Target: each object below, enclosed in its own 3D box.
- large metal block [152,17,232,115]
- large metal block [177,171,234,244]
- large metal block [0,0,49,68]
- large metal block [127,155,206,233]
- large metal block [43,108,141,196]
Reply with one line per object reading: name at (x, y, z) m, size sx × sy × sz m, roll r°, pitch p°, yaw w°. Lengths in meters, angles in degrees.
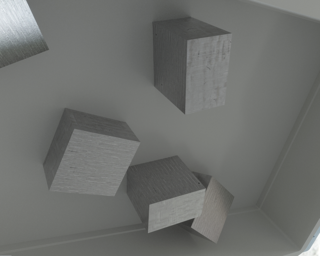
large metal block at (0.032, -0.073, 0.347) m, size 0.050 × 0.080 × 0.079 m, roll -15°, pitch 125°, yaw -21°
large metal block at (0.065, 0.123, 0.485) m, size 0.080 × 0.050 × 0.080 m, roll 44°, pitch 64°, yaw -40°
large metal block at (-0.144, -0.088, 0.236) m, size 0.080 × 0.050 × 0.080 m, roll -26°, pitch 162°, yaw -13°
large metal block at (0.005, 0.088, 0.432) m, size 0.081 × 0.080 × 0.050 m, roll -11°, pitch 123°, yaw -23°
large metal block at (-0.082, 0.031, 0.368) m, size 0.081 × 0.050 × 0.080 m, roll 14°, pitch 111°, yaw -35°
